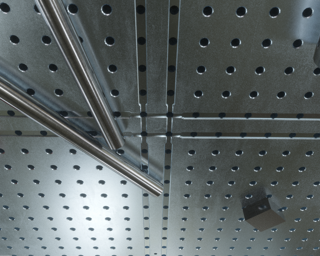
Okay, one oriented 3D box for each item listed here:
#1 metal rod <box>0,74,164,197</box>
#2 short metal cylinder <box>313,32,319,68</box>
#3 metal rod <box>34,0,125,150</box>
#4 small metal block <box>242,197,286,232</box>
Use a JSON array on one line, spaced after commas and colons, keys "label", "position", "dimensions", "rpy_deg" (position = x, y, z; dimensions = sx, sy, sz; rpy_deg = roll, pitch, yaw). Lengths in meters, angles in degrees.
[{"label": "metal rod", "position": [-0.107, 0.017, 0.425], "dimensions": [0.025, 0.025, 0.301], "rpy_deg": [-36, 122, 26]}, {"label": "short metal cylinder", "position": [0.200, -0.087, 0.303], "dimensions": [0.080, 0.080, 0.050], "rpy_deg": [-3, 130, 3]}, {"label": "metal rod", "position": [-0.097, -0.089, 0.334], "dimensions": [0.025, 0.025, 0.299], "rpy_deg": [-11, 130, 9]}, {"label": "small metal block", "position": [0.182, 0.152, 0.543], "dimensions": [0.050, 0.025, 0.050], "rpy_deg": [-36, 122, 26]}]
